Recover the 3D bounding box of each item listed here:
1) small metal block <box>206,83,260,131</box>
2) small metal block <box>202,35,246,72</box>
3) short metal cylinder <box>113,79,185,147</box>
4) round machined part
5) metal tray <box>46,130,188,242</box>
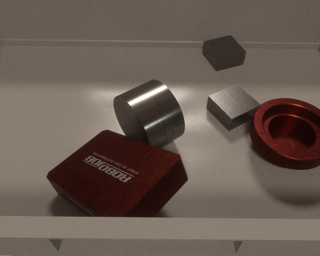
[{"bbox_3d":[0.101,-0.030,0.431,0.050,0.025,0.050,-25,55,-20],"label":"small metal block"},{"bbox_3d":[0.105,-0.124,0.510,0.050,0.025,0.050,-17,53,-13],"label":"small metal block"},{"bbox_3d":[-0.014,-0.013,0.380,0.050,0.080,0.080,-29,56,-22],"label":"short metal cylinder"},{"bbox_3d":[0.161,0.011,0.387,0.099,0.042,0.098,0,50,0],"label":"round machined part"},{"bbox_3d":[-0.048,0.051,0.326,0.130,0.030,0.090,16,47,43],"label":"metal tray"}]
